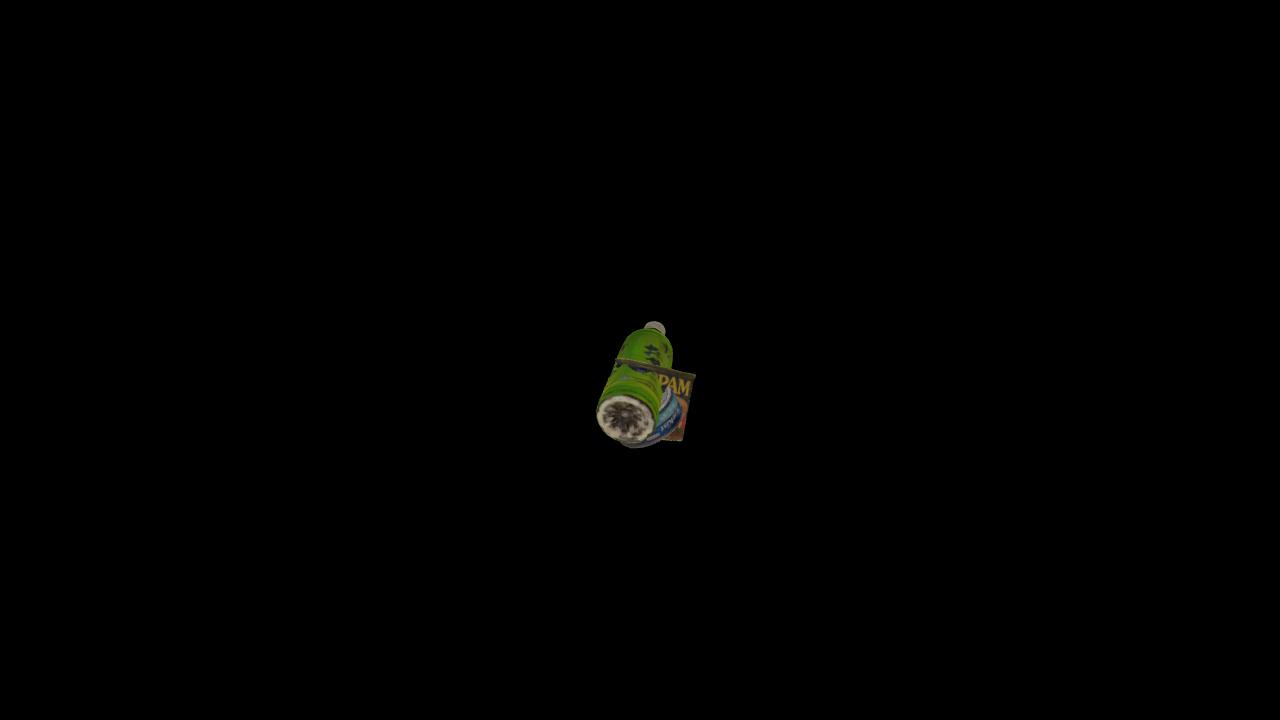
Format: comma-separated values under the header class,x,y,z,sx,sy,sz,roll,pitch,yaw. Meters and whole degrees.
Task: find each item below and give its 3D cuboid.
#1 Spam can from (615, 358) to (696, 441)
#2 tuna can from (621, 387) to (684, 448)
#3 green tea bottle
class,x,y,z,sx,sy,sz,roll,pitch,yaw
Spam can,0.012,0.049,0.738,0.101,0.085,0.058,14,-5,-37
tuna can,0.007,0.063,0.723,0.084,0.034,0.084,-22,26,11
green tea bottle,0.002,0.014,0.758,0.073,0.073,0.212,0,29,11
